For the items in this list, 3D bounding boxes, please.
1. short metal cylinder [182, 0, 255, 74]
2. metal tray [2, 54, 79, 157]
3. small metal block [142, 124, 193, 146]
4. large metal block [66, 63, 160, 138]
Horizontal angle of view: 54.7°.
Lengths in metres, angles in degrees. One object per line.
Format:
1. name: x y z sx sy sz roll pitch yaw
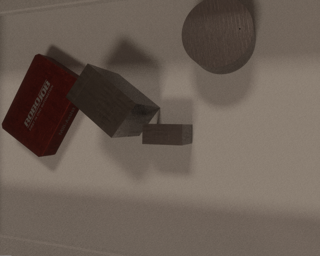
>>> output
1. short metal cylinder: 0.072 -0.108 0.372 0.080 0.050 0.079 0 90 19
2. metal tray: -0.173 -0.033 0.467 0.090 0.030 0.129 33 100 16
3. small metal block: 0.011 0.007 0.393 0.050 0.050 0.025 1 91 19
4. large metal block: -0.057 -0.033 0.400 0.080 0.080 0.050 40 103 15
